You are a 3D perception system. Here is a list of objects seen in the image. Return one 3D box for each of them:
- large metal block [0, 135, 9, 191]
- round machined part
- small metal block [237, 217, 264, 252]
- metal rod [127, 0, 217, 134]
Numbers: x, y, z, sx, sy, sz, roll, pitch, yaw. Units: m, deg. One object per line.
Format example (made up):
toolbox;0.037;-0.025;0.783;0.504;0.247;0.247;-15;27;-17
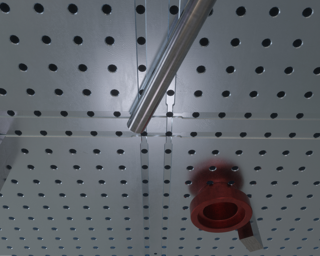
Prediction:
large metal block;-0.266;0.050;0.435;0.081;0.050;0.079;10;130;-9
round machined part;0.098;0.128;0.510;0.099;0.042;0.097;0;130;0
small metal block;0.159;0.185;0.554;0.025;0.050;0.050;-25;126;20
metal rod;0.030;-0.105;0.321;0.025;0.025;0.298;19;128;-16
